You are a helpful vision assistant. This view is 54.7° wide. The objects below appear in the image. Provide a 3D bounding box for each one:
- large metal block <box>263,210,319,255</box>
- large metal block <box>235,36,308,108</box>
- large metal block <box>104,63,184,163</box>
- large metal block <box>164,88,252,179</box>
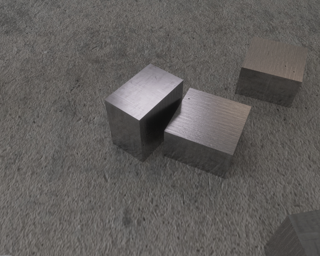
[{"bbox_3d":[0.137,0.124,0.264,0.050,0.080,0.080,-8,51,-6],"label":"large metal block"},{"bbox_3d":[0.165,-0.084,0.459,0.080,0.050,0.080,18,52,14],"label":"large metal block"},{"bbox_3d":[-0.017,-0.018,0.383,0.050,0.080,0.080,31,57,23],"label":"large metal block"},{"bbox_3d":[0.058,0.004,0.383,0.080,0.050,0.080,20,53,15],"label":"large metal block"}]
